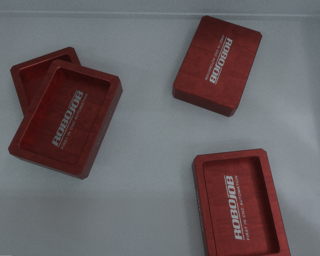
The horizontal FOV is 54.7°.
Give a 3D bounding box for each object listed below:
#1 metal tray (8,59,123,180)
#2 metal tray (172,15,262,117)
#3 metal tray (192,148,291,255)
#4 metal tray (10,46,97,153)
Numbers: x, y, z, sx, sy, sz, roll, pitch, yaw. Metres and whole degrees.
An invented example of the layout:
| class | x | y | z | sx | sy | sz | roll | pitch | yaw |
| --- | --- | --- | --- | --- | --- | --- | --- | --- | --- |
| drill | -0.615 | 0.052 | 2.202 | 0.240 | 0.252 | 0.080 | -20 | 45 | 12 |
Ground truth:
| class | x | y | z | sx | sy | sz | roll | pitch | yaw |
| --- | --- | --- | --- | --- | --- | --- | --- | --- | --- |
| metal tray | -0.110 | -0.013 | 0.378 | 0.090 | 0.030 | 0.130 | 17 | 71 | 6 |
| metal tray | 0.082 | -0.090 | 0.440 | 0.090 | 0.030 | 0.130 | 21 | 71 | 7 |
| metal tray | 0.093 | 0.094 | 0.372 | 0.091 | 0.030 | 0.130 | -6 | 70 | -2 |
| metal tray | -0.138 | -0.038 | 0.419 | 0.091 | 0.030 | 0.130 | -22 | 72 | -8 |
